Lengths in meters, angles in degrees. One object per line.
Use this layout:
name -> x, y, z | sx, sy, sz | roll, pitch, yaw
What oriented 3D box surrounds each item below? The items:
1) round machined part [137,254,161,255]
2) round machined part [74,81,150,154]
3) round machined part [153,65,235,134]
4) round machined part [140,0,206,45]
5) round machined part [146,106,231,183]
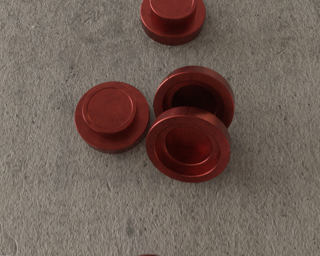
round machined part -> -0.012, 0.187, 0.330 | 0.099, 0.042, 0.098 | 0, 70, 0
round machined part -> -0.063, -0.018, 0.405 | 0.099, 0.042, 0.098 | 0, 70, 0
round machined part -> 0.044, -0.033, 0.392 | 0.098, 0.097, 0.042 | 15, 34, 5
round machined part -> 0.019, -0.177, 0.464 | 0.099, 0.042, 0.098 | 0, 70, 0
round machined part -> 0.036, 0.016, 0.374 | 0.098, 0.097, 0.042 | 16, 36, 5
